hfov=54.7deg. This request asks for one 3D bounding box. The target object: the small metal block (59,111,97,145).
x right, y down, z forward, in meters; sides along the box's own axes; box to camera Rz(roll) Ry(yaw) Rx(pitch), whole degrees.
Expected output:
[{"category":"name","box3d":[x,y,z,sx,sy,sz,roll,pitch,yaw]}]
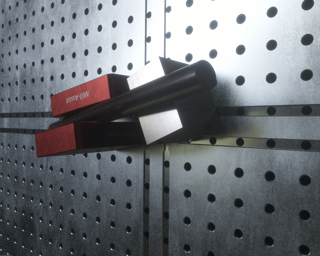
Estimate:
[{"category":"small metal block","box3d":[-0.132,0.000,0.498,0.025,0.050,0.050,-11,83,39]}]

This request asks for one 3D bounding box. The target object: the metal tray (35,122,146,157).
[{"category":"metal tray","box3d":[-0.080,0.014,0.404,0.090,0.131,0.030,-12,83,39]}]

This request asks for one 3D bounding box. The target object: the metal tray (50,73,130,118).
[{"category":"metal tray","box3d":[-0.076,-0.039,0.426,0.130,0.091,0.030,-11,84,39]}]

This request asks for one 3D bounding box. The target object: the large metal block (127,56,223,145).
[{"category":"large metal block","box3d":[0.018,-0.028,0.356,0.050,0.081,0.080,-28,73,36]}]

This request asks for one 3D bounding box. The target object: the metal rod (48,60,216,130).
[{"category":"metal rod","box3d":[-0.060,-0.020,0.359,0.299,0.025,0.025,-13,82,48]}]
